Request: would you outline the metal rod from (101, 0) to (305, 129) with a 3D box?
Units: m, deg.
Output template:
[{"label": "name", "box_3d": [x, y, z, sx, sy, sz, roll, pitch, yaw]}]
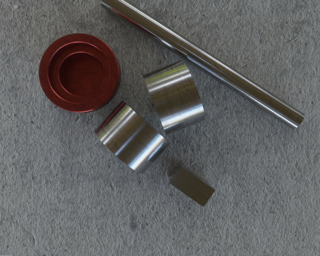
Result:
[{"label": "metal rod", "box_3d": [0.057, -0.090, 0.410, 0.301, 0.025, 0.025, 33, 90, 0]}]

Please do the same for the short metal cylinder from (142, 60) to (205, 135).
[{"label": "short metal cylinder", "box_3d": [0.017, -0.037, 0.382, 0.050, 0.080, 0.080, -21, 90, 0]}]

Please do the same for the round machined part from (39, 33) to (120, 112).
[{"label": "round machined part", "box_3d": [-0.100, -0.068, 0.400, 0.099, 0.042, 0.097, 0, 90, 0]}]

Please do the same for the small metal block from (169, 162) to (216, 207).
[{"label": "small metal block", "box_3d": [0.039, 0.071, 0.398, 0.050, 0.050, 0.025, 35, 90, 0]}]

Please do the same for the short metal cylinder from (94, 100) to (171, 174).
[{"label": "short metal cylinder", "box_3d": [-0.033, 0.011, 0.382, 0.080, 0.080, 0.050, 42, 90, 0]}]
